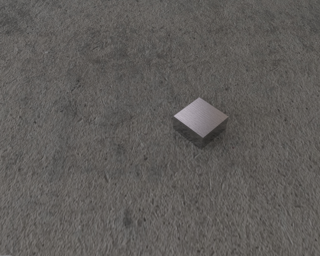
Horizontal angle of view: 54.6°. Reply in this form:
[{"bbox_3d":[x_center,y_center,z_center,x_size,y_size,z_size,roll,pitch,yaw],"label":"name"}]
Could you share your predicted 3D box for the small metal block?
[{"bbox_3d":[0.053,-0.007,0.410,0.050,0.025,0.050,-37,59,-27],"label":"small metal block"}]
